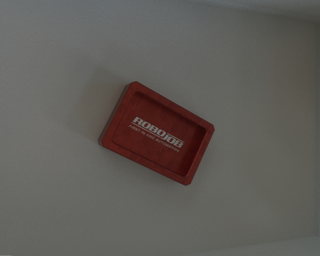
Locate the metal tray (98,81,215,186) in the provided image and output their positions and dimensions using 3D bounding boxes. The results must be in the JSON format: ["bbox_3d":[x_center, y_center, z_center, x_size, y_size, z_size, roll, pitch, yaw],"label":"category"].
[{"bbox_3d":[-0.002,0.009,0.406,0.131,0.030,0.090,28,81,-18],"label":"metal tray"}]
